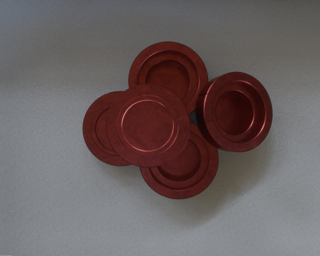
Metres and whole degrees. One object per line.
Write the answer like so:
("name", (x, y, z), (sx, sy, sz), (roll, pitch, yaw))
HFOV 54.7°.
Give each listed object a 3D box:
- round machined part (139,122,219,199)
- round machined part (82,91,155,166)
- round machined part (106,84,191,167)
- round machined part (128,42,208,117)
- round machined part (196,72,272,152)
("round machined part", (0.023, 0.039, 0.401), (0.099, 0.042, 0.097), (0, 90, -1))
("round machined part", (-0.051, 0.001, 0.399), (0.099, 0.042, 0.097), (0, 90, -1))
("round machined part", (-0.013, -0.003, 0.358), (0.099, 0.042, 0.097), (0, 90, -1))
("round machined part", (0.010, -0.058, 0.402), (0.099, 0.042, 0.097), (0, 90, -1))
("round machined part", (0.089, -0.019, 0.392), (0.099, 0.042, 0.097), (1, 87, -21))
